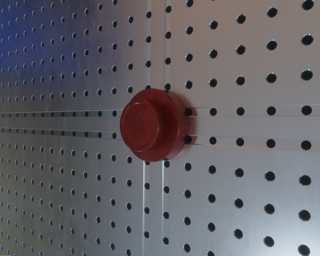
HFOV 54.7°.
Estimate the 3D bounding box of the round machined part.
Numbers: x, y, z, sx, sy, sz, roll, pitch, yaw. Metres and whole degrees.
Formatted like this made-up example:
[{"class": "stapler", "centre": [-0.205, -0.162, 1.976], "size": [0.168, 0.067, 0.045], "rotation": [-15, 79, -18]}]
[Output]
[{"class": "round machined part", "centre": [-0.015, -0.004, 0.408], "size": [0.098, 0.042, 0.097], "rotation": [0, 90, 39]}]
